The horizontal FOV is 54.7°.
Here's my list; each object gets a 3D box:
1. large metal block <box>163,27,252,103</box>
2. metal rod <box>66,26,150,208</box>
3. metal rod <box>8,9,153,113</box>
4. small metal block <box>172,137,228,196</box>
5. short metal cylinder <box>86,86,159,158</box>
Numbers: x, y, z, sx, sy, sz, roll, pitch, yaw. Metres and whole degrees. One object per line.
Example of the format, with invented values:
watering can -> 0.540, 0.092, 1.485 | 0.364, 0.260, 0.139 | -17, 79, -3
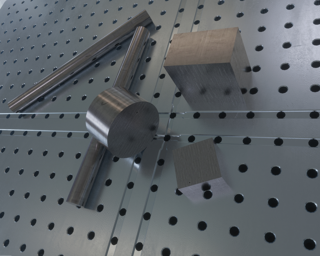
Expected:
large metal block -> 0.062, -0.074, 0.386 | 0.080, 0.080, 0.050 | 3, 63, 29
metal rod -> -0.070, -0.031, 0.464 | 0.025, 0.025, 0.300 | 3, 63, 30
metal rod -> -0.146, -0.117, 0.556 | 0.300, 0.025, 0.025 | -32, 52, 7
small metal block -> 0.045, 0.045, 0.357 | 0.050, 0.025, 0.050 | -19, 54, 17
short metal cylinder -> -0.048, -0.008, 0.403 | 0.050, 0.080, 0.080 | 34, 81, 38
